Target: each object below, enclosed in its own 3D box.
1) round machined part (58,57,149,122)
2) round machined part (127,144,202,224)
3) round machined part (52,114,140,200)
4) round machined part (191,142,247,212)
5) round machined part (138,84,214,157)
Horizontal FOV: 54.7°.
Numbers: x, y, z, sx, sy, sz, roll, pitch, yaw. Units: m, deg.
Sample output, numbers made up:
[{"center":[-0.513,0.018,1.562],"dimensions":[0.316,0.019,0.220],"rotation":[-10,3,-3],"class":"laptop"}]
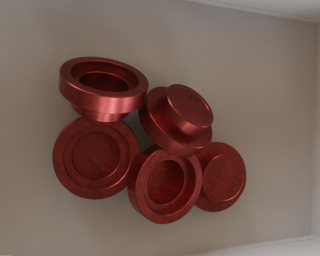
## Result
[{"center":[-0.066,-0.042,0.357],"dimensions":[0.099,0.098,0.042],"rotation":[3,125,-20],"class":"round machined part"},{"center":[0.002,0.066,0.389],"dimensions":[0.099,0.042,0.097],"rotation":[-5,99,-33],"class":"round machined part"},{"center":[-0.077,0.033,0.371],"dimensions":[0.099,0.042,0.097],"rotation":[0,90,-21],"class":"round machined part"},{"center":[0.079,0.068,0.430],"dimensions":[0.099,0.042,0.097],"rotation":[0,90,-21],"class":"round machined part"},{"center":[0.026,-0.016,0.381],"dimensions":[0.099,0.042,0.098],"rotation":[24,40,-22],"class":"round machined part"}]
